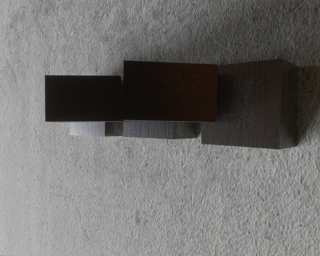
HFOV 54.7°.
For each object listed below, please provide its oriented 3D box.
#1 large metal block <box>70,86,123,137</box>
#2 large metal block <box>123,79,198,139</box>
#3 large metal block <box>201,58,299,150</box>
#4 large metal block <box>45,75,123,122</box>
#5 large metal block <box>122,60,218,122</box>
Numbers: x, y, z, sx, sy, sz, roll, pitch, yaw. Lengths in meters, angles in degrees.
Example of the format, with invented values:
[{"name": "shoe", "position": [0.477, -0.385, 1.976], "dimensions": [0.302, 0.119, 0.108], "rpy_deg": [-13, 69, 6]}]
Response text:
[{"name": "large metal block", "position": [-0.089, -0.029, 0.461], "dimensions": [0.080, 0.050, 0.079], "rpy_deg": [1, 90, 39]}, {"name": "large metal block", "position": [0.000, -0.028, 0.389], "dimensions": [0.080, 0.050, 0.079], "rpy_deg": [1, 91, 39]}, {"name": "large metal block", "position": [0.091, -0.022, 0.315], "dimensions": [0.080, 0.050, 0.079], "rpy_deg": [2, 91, 39]}, {"name": "large metal block", "position": [-0.086, -0.032, 0.374], "dimensions": [0.081, 0.080, 0.050], "rpy_deg": [-1, 90, -6]}, {"name": "large metal block", "position": [0.005, -0.031, 0.302], "dimensions": [0.080, 0.081, 0.050], "rpy_deg": [-172, 84, -84]}]
